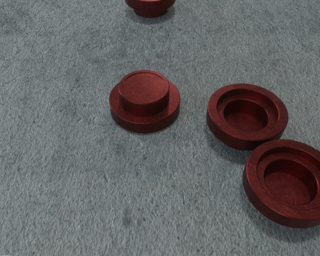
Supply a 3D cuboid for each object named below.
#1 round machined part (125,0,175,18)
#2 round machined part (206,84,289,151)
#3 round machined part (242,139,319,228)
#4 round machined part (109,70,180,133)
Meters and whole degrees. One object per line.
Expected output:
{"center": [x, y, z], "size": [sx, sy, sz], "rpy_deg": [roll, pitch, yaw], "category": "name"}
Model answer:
{"center": [-0.019, -0.251, 0.603], "size": [0.099, 0.042, 0.098], "rpy_deg": [0, 50, 0], "category": "round machined part"}
{"center": [0.109, -0.010, 0.401], "size": [0.099, 0.042, 0.098], "rpy_deg": [0, 50, 0], "category": "round machined part"}
{"center": [0.140, 0.063, 0.340], "size": [0.099, 0.042, 0.098], "rpy_deg": [0, 50, 0], "category": "round machined part"}
{"center": [-0.021, -0.043, 0.428], "size": [0.099, 0.042, 0.098], "rpy_deg": [0, 50, 0], "category": "round machined part"}
